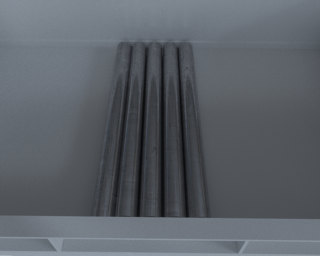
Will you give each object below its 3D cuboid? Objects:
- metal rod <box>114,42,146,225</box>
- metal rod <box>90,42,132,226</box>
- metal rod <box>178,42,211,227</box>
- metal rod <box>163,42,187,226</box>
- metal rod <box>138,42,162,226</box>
[{"bbox_3d":[-0.035,-0.018,0.418,0.025,0.025,0.300,0,50,0],"label":"metal rod"},{"bbox_3d":[-0.059,-0.018,0.418,0.025,0.025,0.300,0,50,0],"label":"metal rod"},{"bbox_3d":[0.041,-0.017,0.418,0.025,0.025,0.300,0,50,0],"label":"metal rod"},{"bbox_3d":[0.016,-0.018,0.418,0.025,0.025,0.300,0,50,0],"label":"metal rod"},{"bbox_3d":[-0.009,-0.018,0.418,0.025,0.025,0.300,0,50,0],"label":"metal rod"}]
